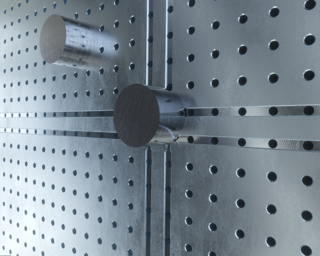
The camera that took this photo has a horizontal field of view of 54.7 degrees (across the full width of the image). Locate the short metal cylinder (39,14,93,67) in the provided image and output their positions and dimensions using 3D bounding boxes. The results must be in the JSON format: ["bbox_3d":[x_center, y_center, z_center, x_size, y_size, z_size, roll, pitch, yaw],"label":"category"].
[{"bbox_3d":[-0.160,-0.146,0.525,0.080,0.050,0.079,0,90,40],"label":"short metal cylinder"}]

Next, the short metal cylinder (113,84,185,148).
[{"bbox_3d":[-0.015,-0.016,0.406,0.080,0.050,0.079,0,90,40],"label":"short metal cylinder"}]
